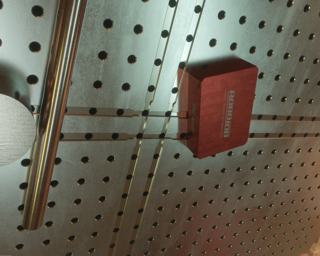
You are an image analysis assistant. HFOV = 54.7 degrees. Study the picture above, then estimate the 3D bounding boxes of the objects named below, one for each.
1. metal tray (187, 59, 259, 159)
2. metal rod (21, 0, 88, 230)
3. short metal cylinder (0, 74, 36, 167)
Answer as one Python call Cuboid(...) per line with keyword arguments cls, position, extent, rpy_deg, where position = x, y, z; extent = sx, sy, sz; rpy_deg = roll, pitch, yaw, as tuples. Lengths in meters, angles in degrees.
Cuboid(cls="metal tray", position=(0.087, -0.025, 0.442), extent=(0.091, 0.030, 0.129), rpy_deg=(-15, 125, -20))
Cuboid(cls="metal rod", position=(-0.120, -0.008, 0.341), extent=(0.025, 0.025, 0.298), rpy_deg=(5, 116, -31))
Cuboid(cls="short metal cylinder", position=(-0.166, -0.008, 0.300), extent=(0.081, 0.050, 0.079), rpy_deg=(-14, 125, -21))
